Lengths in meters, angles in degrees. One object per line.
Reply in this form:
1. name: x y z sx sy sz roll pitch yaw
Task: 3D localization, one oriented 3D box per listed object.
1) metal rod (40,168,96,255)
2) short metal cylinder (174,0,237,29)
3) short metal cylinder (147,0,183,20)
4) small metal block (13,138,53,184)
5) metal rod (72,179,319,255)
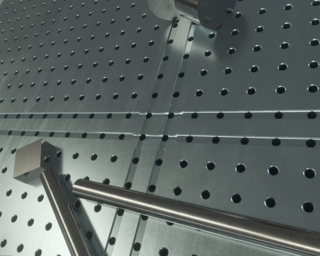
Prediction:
1. metal rod: -0.084 0.155 0.355 0.025 0.025 0.300 -41 51 0
2. short metal cylinder: 0.068 -0.193 0.454 0.080 0.080 0.050 -46 52 -4
3. short metal cylinder: 0.020 -0.222 0.497 0.080 0.080 0.050 -13 57 21
4. small metal block: -0.195 0.051 0.477 0.050 0.025 0.050 -22 54 14
5. metal rod: 0.022 0.093 0.338 0.300 0.025 0.025 6 65 30
